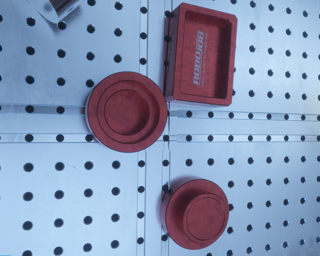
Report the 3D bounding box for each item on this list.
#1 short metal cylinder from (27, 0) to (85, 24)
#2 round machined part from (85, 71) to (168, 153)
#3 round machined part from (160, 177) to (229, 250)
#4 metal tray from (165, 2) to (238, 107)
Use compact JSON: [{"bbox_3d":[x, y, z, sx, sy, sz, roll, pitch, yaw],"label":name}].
[{"bbox_3d":[-0.122,-0.163,0.338,0.080,0.080,0.050,46,76,-15],"label":"short metal cylinder"},{"bbox_3d":[-0.044,-0.019,0.388,0.099,0.042,0.097,0,90,-20],"label":"round machined part"},{"bbox_3d":[0.053,0.119,0.425,0.099,0.042,0.097,0,90,-21],"label":"round machined part"},{"bbox_3d":[0.058,-0.098,0.432,0.091,0.030,0.129,5,88,-20],"label":"metal tray"}]
